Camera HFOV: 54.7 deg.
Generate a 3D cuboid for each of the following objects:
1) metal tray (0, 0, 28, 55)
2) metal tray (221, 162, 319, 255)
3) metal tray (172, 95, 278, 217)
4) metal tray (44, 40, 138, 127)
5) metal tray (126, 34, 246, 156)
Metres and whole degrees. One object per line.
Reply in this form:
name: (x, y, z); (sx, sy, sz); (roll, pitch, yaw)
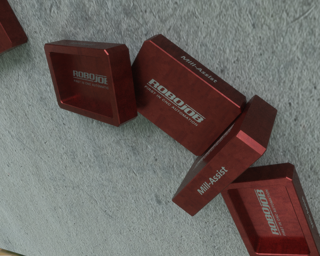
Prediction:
metal tray: (-0.264, -0.147, 0.452); (0.130, 0.030, 0.090); (-11, 113, 32)
metal tray: (0.141, 0.111, 0.397); (0.090, 0.030, 0.129); (-14, 111, 34)
metal tray: (0.071, 0.032, 0.347); (0.030, 0.090, 0.129); (38, 129, 3)
metal tray: (-0.088, -0.060, 0.386); (0.130, 0.030, 0.089); (16, 123, 39)
metal tray: (0.023, -0.037, 0.369); (0.130, 0.030, 0.089); (37, 129, 3)
